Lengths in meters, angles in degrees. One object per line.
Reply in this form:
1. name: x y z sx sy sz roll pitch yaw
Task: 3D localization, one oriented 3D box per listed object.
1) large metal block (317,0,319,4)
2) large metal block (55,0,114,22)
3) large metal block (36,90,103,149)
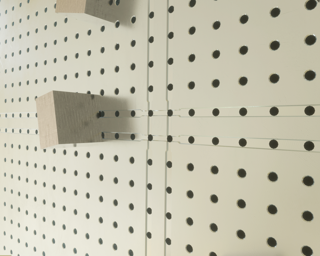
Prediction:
1. large metal block: 0.183 -0.119 0.242 0.080 0.050 0.080 49 119 29
2. large metal block: -0.117 -0.216 0.491 0.080 0.050 0.080 18 102 38
3. large metal block: -0.144 -0.011 0.494 0.050 0.081 0.080 -14 81 39
